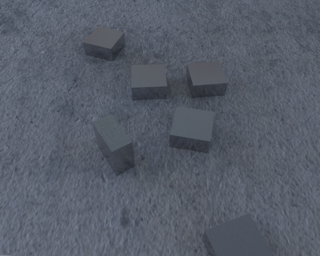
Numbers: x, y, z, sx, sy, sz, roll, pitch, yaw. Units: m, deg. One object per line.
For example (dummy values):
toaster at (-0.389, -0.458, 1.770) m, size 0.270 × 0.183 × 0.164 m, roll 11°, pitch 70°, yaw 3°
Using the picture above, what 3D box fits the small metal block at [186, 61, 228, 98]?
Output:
small metal block at (0.069, -0.073, 0.466) m, size 0.050 × 0.025 × 0.050 m, roll -5°, pitch 50°, yaw -5°

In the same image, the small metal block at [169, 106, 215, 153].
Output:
small metal block at (0.042, 0.002, 0.402) m, size 0.050 × 0.025 × 0.050 m, roll 9°, pitch 51°, yaw 7°

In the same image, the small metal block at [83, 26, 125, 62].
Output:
small metal block at (-0.093, -0.142, 0.522) m, size 0.050 × 0.025 × 0.050 m, roll 16°, pitch 52°, yaw 12°

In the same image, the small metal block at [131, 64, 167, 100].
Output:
small metal block at (-0.017, -0.069, 0.461) m, size 0.050 × 0.025 × 0.050 m, roll -3°, pitch 50°, yaw -3°

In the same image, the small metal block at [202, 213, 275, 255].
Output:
small metal block at (0.076, 0.119, 0.304) m, size 0.050 × 0.025 × 0.050 m, roll -16°, pitch 52°, yaw -14°

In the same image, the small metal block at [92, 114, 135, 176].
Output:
small metal block at (-0.055, 0.020, 0.369) m, size 0.025 × 0.050 × 0.050 m, roll -26°, pitch 55°, yaw -21°
